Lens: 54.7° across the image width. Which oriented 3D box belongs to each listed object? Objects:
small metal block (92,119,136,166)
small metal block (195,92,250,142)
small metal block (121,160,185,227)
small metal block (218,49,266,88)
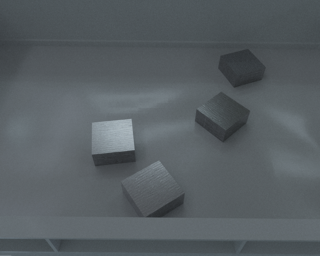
[{"bbox_3d":[-0.058,0.018,0.390,0.050,0.025,0.050,-6,50,-5],"label":"small metal block"},{"bbox_3d":[0.084,-0.016,0.420,0.050,0.025,0.050,-35,59,-26],"label":"small metal block"},{"bbox_3d":[-0.008,0.072,0.345,0.050,0.025,0.050,-27,55,-21],"label":"small metal block"},{"bbox_3d":[0.128,-0.095,0.486,0.050,0.025,0.050,-17,52,-14],"label":"small metal block"}]
